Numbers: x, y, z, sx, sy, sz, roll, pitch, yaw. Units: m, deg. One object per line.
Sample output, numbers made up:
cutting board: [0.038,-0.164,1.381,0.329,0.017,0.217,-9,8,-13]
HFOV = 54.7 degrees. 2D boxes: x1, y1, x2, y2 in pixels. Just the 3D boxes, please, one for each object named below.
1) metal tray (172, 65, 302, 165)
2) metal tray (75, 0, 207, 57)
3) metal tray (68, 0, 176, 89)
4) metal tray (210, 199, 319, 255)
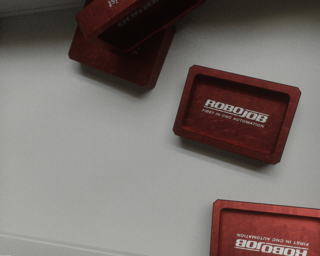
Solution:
metal tray: [0.090,-0.018,0.375,0.130,0.030,0.089,17,96,19]
metal tray: [-0.017,-0.135,0.349,0.130,0.090,0.030,-30,80,17]
metal tray: [-0.055,-0.117,0.427,0.130,0.030,0.089,23,98,18]
metal tray: [0.125,0.133,0.350,0.130,0.030,0.090,1,74,20]
